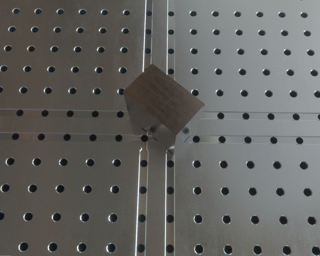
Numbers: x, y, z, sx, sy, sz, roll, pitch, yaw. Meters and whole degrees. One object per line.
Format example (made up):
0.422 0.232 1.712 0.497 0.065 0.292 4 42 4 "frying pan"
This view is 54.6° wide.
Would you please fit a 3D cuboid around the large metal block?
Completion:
0.004 -0.021 0.390 0.080 0.080 0.050 40 75 13 "large metal block"
